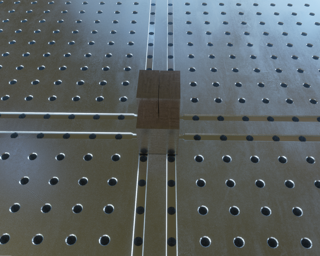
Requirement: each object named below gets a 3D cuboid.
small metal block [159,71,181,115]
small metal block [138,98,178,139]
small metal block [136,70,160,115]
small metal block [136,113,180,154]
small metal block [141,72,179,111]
[{"bbox_3d":[0.012,-0.037,0.390,0.025,0.050,0.050,1,50,2],"label":"small metal block"},{"bbox_3d":[-0.001,-0.013,0.418,0.050,0.025,0.050,1,50,2],"label":"small metal block"},{"bbox_3d":[-0.014,-0.037,0.390,0.025,0.050,0.050,2,50,1],"label":"small metal block"},{"bbox_3d":[-0.002,0.008,0.385,0.050,0.050,0.025,1,50,1],"label":"small metal block"},{"bbox_3d":[0.000,-0.050,0.433,0.050,0.050,0.025,1,50,1],"label":"small metal block"}]
